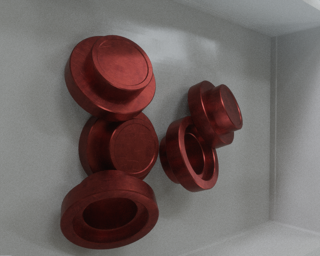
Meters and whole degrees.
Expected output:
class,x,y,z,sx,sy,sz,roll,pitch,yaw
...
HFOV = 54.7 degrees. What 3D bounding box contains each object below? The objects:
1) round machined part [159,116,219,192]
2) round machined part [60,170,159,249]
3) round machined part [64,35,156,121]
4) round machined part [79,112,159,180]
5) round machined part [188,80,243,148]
class,x,y,z,sx,sy,sz,roll,pitch,yaw
round machined part,0.035,0.036,0.410,0.098,0.042,0.098,33,46,-44
round machined part,-0.053,0.083,0.329,0.099,0.042,0.097,-8,129,-9
round machined part,-0.047,-0.059,0.332,0.099,0.042,0.098,15,58,-26
round machined part,-0.040,0.023,0.362,0.099,0.042,0.097,0,90,-40
round machined part,0.083,-0.023,0.440,0.098,0.042,0.098,37,41,-41
